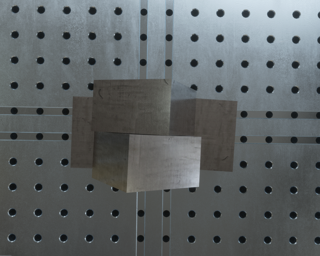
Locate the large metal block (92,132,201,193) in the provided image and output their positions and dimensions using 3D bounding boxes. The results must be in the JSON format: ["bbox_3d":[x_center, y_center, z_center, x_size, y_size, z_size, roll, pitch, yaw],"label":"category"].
[{"bbox_3d":[-0.016,0.031,0.319,0.081,0.080,0.050,3,90,-34],"label":"large metal block"}]

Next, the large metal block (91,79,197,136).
[{"bbox_3d":[-0.013,-0.019,0.322,0.080,0.080,0.050,3,90,22],"label":"large metal block"}]

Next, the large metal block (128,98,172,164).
[{"bbox_3d":[-0.006,0.005,0.399,0.081,0.050,0.079,3,90,-1],"label":"large metal block"}]

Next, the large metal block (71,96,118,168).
[{"bbox_3d":[-0.073,0.005,0.385,0.050,0.080,0.079,2,90,0],"label":"large metal block"}]

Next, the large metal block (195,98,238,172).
[{"bbox_3d":[0.059,0.008,0.386,0.050,0.080,0.079,4,90,0],"label":"large metal block"}]
